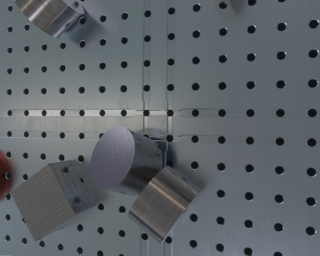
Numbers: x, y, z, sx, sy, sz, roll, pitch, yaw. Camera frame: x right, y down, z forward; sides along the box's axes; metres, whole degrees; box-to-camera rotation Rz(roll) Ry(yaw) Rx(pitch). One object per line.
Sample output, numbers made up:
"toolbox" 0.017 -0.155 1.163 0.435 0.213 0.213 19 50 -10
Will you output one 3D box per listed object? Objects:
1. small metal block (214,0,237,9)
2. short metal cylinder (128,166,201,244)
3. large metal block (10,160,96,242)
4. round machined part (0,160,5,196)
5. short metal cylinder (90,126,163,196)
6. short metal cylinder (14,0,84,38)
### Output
"small metal block" 0.084 -0.179 0.370 0.025 0.050 0.050 28 99 18
"short metal cylinder" 0.006 0.093 0.381 0.050 0.080 0.080 36 102 15
"large metal block" -0.156 0.104 0.455 0.080 0.050 0.080 -36 79 16
"round machined part" -0.311 0.084 0.513 0.098 0.042 0.097 0 90 20
"short metal cylinder" -0.044 0.043 0.398 0.080 0.050 0.080 -19 60 35
"short metal cylinder" -0.155 -0.176 0.438 0.050 0.080 0.080 -39 78 16
